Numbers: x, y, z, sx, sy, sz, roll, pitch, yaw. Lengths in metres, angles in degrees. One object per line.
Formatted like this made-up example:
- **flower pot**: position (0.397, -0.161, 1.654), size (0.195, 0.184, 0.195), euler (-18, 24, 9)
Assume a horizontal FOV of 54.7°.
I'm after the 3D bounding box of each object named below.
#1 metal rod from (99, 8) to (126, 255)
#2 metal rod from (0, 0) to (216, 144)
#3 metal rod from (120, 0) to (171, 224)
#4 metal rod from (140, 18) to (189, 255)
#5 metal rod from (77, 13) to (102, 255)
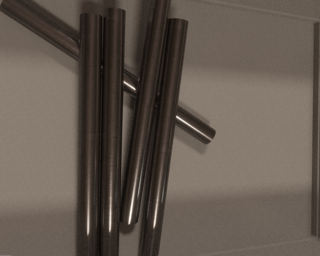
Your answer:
- **metal rod**: position (-0.058, 0.013, 0.372), size (0.025, 0.025, 0.298), euler (0, 97, -20)
- **metal rod**: position (-0.051, -0.064, 0.392), size (0.301, 0.025, 0.025), euler (32, 79, -18)
- **metal rod**: position (-0.018, -0.028, 0.380), size (0.025, 0.025, 0.298), euler (6, 97, -20)
- **metal rod**: position (0.004, 0.017, 0.392), size (0.025, 0.025, 0.298), euler (5, 96, -20)
- **metal rod**: position (-0.083, 0.022, 0.364), size (0.025, 0.025, 0.298), euler (0, 96, -20)
